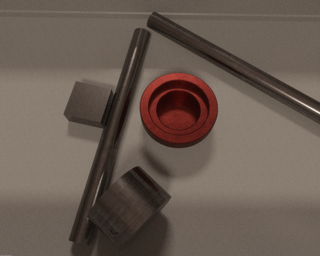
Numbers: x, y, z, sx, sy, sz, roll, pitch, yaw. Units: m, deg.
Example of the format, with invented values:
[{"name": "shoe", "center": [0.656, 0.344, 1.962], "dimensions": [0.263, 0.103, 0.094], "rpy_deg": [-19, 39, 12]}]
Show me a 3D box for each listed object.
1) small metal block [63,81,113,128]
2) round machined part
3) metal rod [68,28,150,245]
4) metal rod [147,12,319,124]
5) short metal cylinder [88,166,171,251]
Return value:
[{"name": "small metal block", "center": [-0.095, -0.031, 0.420], "dimensions": [0.050, 0.025, 0.050], "rpy_deg": [13, 70, 4]}, {"name": "round machined part", "center": [0.024, -0.020, 0.408], "dimensions": [0.099, 0.042, 0.098], "rpy_deg": [0, 70, -1]}, {"name": "metal rod", "center": [-0.060, -0.004, 0.410], "dimensions": [0.025, 0.025, 0.299], "rpy_deg": [12, 70, 4]}, {"name": "metal rod", "center": [0.112, -0.086, 0.442], "dimensions": [0.301, 0.025, 0.025], "rpy_deg": [32, 73, 10]}, {"name": "short metal cylinder", "center": [-0.033, 0.089, 0.347], "dimensions": [0.050, 0.080, 0.080], "rpy_deg": [42, 75, 13]}]
